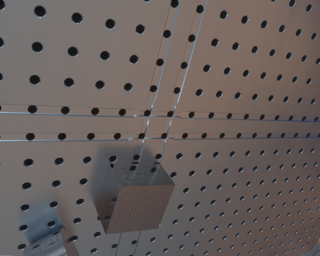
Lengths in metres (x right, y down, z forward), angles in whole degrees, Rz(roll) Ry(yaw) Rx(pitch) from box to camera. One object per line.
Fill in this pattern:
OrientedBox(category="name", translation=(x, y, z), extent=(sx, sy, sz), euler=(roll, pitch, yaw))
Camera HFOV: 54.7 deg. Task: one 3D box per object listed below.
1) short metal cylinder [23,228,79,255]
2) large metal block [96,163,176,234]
OrientedBox(category="short metal cylinder", translation=(-0.138, 0.183, 0.413), extent=(0.050, 0.080, 0.080), euler=(-25, 128, -13))
OrientedBox(category="large metal block", translation=(-0.036, 0.097, 0.436), extent=(0.081, 0.050, 0.079), euler=(5, 116, -31))
